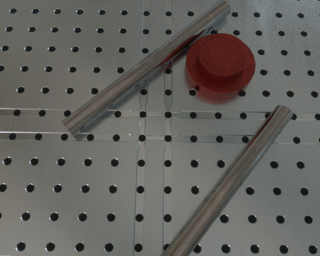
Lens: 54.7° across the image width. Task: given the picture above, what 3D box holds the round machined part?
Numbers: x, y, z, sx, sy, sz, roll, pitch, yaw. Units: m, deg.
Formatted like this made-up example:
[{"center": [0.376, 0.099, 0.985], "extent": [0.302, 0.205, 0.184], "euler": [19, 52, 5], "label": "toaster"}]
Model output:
[{"center": [0.086, -0.094, 0.438], "extent": [0.099, 0.042, 0.098], "euler": [0, 70, -1], "label": "round machined part"}]

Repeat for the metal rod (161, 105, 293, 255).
[{"center": [0.073, 0.085, 0.381], "extent": [0.025, 0.025, 0.301], "euler": [38, 74, 12], "label": "metal rod"}]

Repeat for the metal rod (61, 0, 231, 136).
[{"center": [-0.011, -0.093, 0.445], "extent": [0.301, 0.025, 0.025], "euler": [-40, 75, -14], "label": "metal rod"}]
